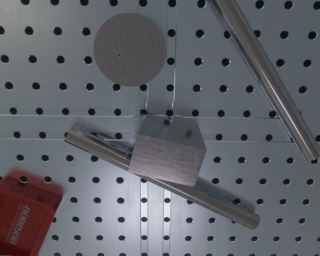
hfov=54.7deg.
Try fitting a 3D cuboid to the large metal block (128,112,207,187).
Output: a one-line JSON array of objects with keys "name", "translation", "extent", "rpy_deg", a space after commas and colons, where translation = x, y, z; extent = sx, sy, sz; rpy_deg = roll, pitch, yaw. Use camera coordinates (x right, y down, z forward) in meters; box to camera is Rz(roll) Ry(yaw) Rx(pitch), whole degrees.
[{"name": "large metal block", "translation": [0.008, 0.024, 0.393], "extent": [0.080, 0.080, 0.050], "rpy_deg": [14, 110, -5]}]

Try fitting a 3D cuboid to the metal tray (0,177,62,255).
[{"name": "metal tray", "translation": [-0.214, 0.146, 0.462], "extent": [0.090, 0.030, 0.129], "rpy_deg": [24, 108, -9]}]

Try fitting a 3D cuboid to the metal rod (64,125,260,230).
[{"name": "metal rod", "translation": [0.010, 0.074, 0.440], "extent": [0.301, 0.025, 0.025], "rpy_deg": [27, 108, -10]}]

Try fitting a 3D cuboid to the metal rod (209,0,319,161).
[{"name": "metal rod", "translation": [0.125, -0.078, 0.385], "extent": [0.025, 0.025, 0.300], "rpy_deg": [-33, 107, 11]}]

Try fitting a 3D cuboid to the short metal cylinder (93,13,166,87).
[{"name": "short metal cylinder", "translation": [-0.033, -0.093, 0.365], "extent": [0.081, 0.050, 0.079], "rpy_deg": [0, 110, 0]}]
